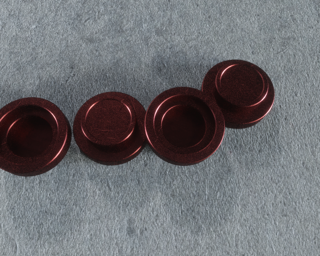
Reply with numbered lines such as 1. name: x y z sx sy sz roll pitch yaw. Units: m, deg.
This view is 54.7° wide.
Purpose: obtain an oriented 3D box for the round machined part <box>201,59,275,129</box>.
1. round machined part: 0.106 -0.051 0.418 0.099 0.042 0.098 0 70 0

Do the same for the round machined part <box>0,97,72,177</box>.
1. round machined part: -0.161 0.014 0.393 0.099 0.042 0.098 0 70 0

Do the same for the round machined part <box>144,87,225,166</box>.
1. round machined part: 0.029 0.000 0.395 0.099 0.042 0.098 1 74 -5

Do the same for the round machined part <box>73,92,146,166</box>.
1. round machined part: -0.063 -0.004 0.400 0.099 0.042 0.098 0 70 0
